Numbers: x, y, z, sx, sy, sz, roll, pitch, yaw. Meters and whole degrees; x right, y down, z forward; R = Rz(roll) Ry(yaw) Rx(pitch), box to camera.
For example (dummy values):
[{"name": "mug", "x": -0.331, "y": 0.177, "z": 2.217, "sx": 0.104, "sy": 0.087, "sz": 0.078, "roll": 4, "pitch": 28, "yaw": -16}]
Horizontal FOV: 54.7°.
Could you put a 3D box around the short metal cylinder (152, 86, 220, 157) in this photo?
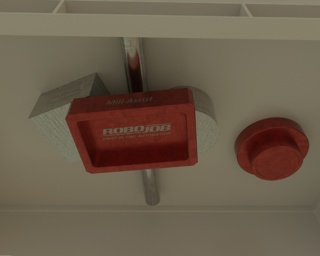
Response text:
[{"name": "short metal cylinder", "x": 0.031, "y": -0.006, "z": 0.388, "sx": 0.081, "sy": 0.050, "sz": 0.079, "roll": -1, "pitch": 130, "yaw": 0}]

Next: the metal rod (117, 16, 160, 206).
[{"name": "metal rod", "x": -0.022, "y": 0.004, "z": 0.412, "sx": 0.025, "sy": 0.025, "sz": 0.298, "roll": -3, "pitch": 130, "yaw": 2}]

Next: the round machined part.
[{"name": "round machined part", "x": 0.157, "y": 0.036, "z": 0.431, "sx": 0.099, "sy": 0.042, "sz": 0.097, "roll": -1, "pitch": 130, "yaw": 0}]

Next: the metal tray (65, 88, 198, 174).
[{"name": "metal tray", "x": -0.026, "y": 0.006, "z": 0.344, "sx": 0.131, "sy": 0.030, "sz": 0.089, "roll": -5, "pitch": 130, "yaw": 4}]

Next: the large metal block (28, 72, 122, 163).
[{"name": "large metal block", "x": -0.096, "y": -0.011, "z": 0.382, "sx": 0.080, "sy": 0.050, "sz": 0.080, "roll": -19, "pitch": 128, "yaw": 14}]
